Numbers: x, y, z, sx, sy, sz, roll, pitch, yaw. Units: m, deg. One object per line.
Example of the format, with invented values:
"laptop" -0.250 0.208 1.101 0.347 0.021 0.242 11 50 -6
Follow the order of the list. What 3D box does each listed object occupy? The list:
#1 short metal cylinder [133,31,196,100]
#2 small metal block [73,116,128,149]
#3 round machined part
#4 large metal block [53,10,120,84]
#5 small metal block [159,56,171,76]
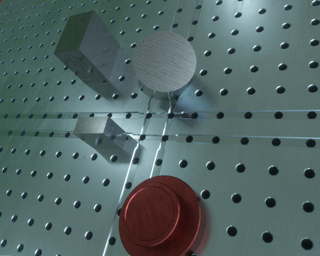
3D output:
"short metal cylinder" 0.005 -0.081 0.414 0.081 0.050 0.080 0 83 -2
"small metal block" -0.082 0.008 0.429 0.050 0.050 0.025 -1 62 27
"round machined part" -0.003 0.097 0.338 0.098 0.042 0.098 -13 56 20
"large metal block" -0.117 -0.132 0.513 0.050 0.080 0.080 -3 61 27
"small metal block" 0.001 -0.098 0.466 0.050 0.025 0.050 34 81 38
